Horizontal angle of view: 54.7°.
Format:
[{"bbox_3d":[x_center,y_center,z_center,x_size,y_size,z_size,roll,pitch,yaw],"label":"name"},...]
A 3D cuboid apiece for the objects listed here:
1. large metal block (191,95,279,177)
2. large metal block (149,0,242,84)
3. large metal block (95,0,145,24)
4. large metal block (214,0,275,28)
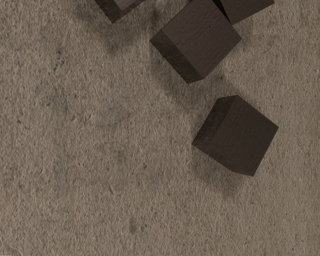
[{"bbox_3d":[0.106,0.011,0.436,0.080,0.050,0.080,34,79,-17],"label":"large metal block"},{"bbox_3d":[0.047,-0.118,0.414,0.080,0.050,0.080,46,76,-14],"label":"large metal block"},{"bbox_3d":[-0.048,-0.190,0.378,0.080,0.050,0.080,-42,104,-15],"label":"large metal block"},{"bbox_3d":[0.100,-0.189,0.434,0.080,0.050,0.080,-31,101,-18],"label":"large metal block"}]
